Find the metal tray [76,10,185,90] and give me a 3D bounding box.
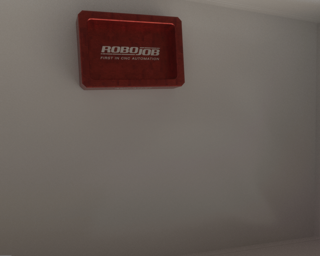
[{"bbox_3d":[-0.036,-0.095,0.394,0.131,0.030,0.090,-4,91,-20],"label":"metal tray"}]
